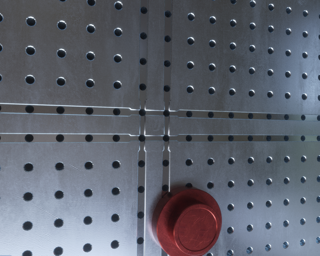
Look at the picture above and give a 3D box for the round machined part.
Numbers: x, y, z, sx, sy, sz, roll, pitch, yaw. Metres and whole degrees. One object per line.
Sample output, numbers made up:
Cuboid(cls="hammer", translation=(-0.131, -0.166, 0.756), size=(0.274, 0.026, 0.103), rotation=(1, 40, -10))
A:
Cuboid(cls="round machined part", translation=(0.042, 0.132, 0.421), size=(0.099, 0.042, 0.097), rotation=(0, 90, -20))
